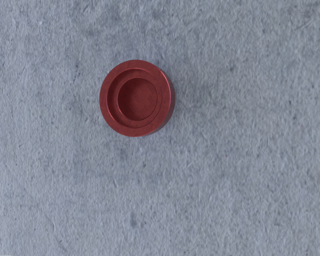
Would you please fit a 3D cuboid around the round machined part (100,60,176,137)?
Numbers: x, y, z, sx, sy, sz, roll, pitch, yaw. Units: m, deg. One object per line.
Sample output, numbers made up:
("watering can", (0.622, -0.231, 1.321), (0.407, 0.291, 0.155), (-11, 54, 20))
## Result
("round machined part", (-0.026, -0.038, 0.408), (0.098, 0.042, 0.097), (0, 90, 19))
